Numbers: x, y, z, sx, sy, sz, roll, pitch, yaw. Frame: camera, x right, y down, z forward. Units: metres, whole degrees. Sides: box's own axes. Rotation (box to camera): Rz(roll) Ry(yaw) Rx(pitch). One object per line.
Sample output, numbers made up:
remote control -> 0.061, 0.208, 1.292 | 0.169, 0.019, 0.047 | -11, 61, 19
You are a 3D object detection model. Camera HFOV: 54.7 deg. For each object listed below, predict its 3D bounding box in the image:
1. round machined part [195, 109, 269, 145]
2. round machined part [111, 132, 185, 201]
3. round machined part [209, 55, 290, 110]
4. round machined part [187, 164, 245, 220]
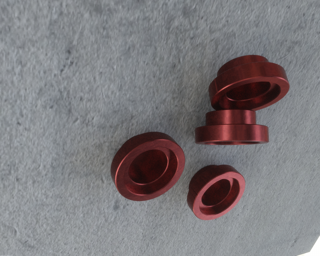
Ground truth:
round machined part -> 0.098, 0.000, 0.427 | 0.099, 0.098, 0.042 | 4, 82, -31
round machined part -> -0.019, 0.047, 0.416 | 0.099, 0.042, 0.097 | -14, 125, -21
round machined part -> 0.112, -0.058, 0.402 | 0.099, 0.042, 0.098 | -6, 157, -2
round machined part -> 0.087, 0.100, 0.507 | 0.099, 0.042, 0.097 | -14, 125, -21
